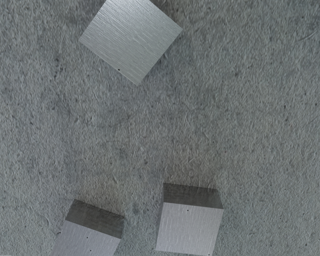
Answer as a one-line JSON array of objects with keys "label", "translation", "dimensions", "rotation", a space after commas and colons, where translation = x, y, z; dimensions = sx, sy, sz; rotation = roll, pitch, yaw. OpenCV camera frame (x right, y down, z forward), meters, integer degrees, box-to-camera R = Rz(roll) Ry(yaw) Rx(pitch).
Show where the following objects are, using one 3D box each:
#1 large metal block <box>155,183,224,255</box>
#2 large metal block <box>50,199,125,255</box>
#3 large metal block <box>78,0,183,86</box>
[{"label": "large metal block", "translation": [0.039, 0.131, 0.445], "dimensions": [0.081, 0.050, 0.079], "rotation": [8, 110, -3]}, {"label": "large metal block", "translation": [-0.107, 0.163, 0.456], "dimensions": [0.080, 0.050, 0.080], "rotation": [23, 109, -8]}, {"label": "large metal block", "translation": [-0.032, -0.109, 0.356], "dimensions": [0.080, 0.050, 0.080], "rotation": [37, 106, -13]}]
